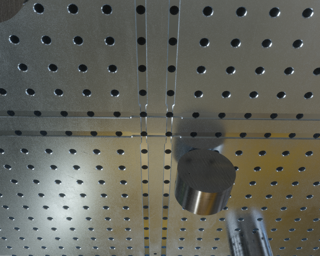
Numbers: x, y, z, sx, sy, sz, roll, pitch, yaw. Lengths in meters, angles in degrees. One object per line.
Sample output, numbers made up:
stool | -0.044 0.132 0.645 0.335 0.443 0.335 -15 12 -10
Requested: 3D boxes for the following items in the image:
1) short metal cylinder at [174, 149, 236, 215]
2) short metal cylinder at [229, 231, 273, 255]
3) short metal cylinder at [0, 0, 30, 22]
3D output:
short metal cylinder | 0.062 0.076 0.441 0.081 0.080 0.050 3 130 -3
short metal cylinder | 0.178 0.246 0.607 0.081 0.050 0.079 0 130 0
short metal cylinder | -0.153 -0.141 0.274 0.081 0.050 0.079 0 130 0
